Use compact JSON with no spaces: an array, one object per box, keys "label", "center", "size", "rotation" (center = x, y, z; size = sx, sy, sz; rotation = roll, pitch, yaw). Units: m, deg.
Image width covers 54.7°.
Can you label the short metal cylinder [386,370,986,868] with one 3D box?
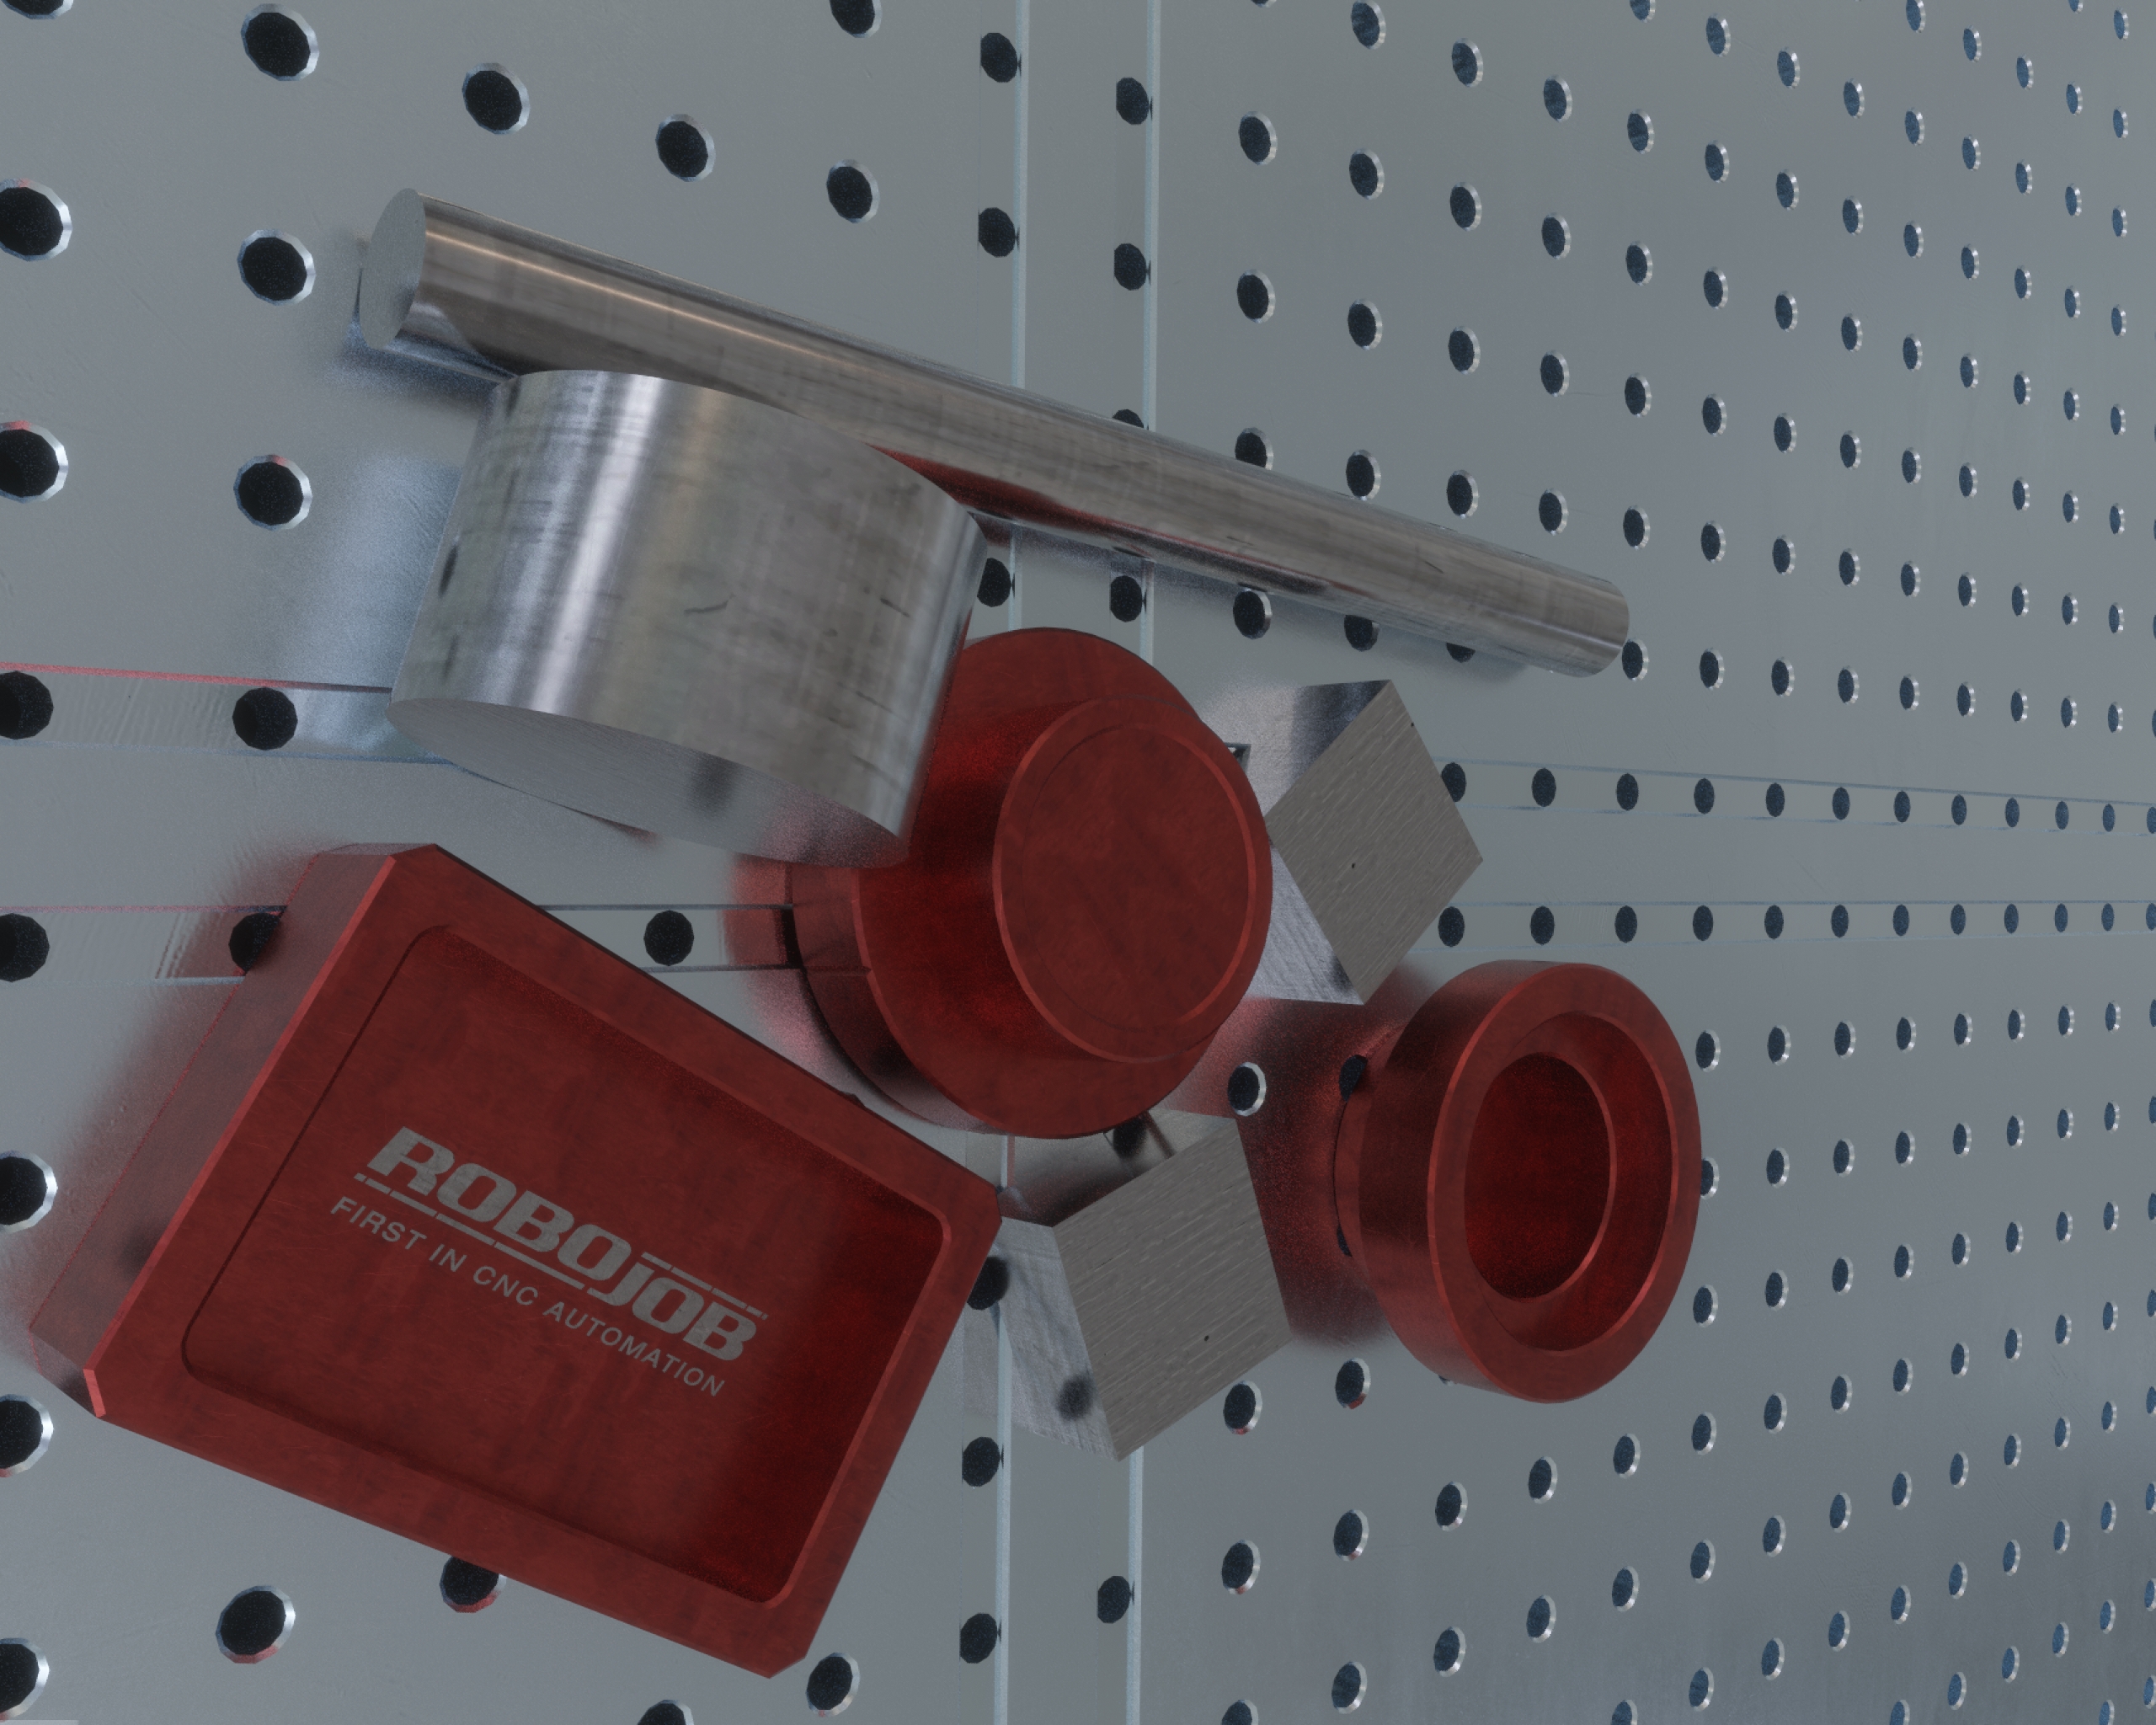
[{"label":"short metal cylinder","center":[-0.059,-0.035,0.323],"size":[0.080,0.080,0.050],"rotation":[22,76,-38]}]

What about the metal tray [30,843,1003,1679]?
[{"label":"metal tray","center":[-0.082,0.066,0.337],"size":[0.130,0.030,0.090],"rotation":[38,67,-33]}]

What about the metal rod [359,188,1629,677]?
[{"label":"metal rod","center":[0.010,-0.074,0.416],"size":[0.302,0.025,0.025],"rotation":[8,85,-40]}]

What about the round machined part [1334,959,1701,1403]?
[{"label":"round machined part","center":[0.097,0.071,0.480],"size":[0.099,0.042,0.097],"rotation":[0,90,-40]}]

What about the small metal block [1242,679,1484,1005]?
[{"label":"small metal block","center":[0.056,-0.005,0.456],"size":[0.050,0.025,0.050],"rotation":[-46,118,-30]}]

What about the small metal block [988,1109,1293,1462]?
[{"label":"small metal block","center":[0.012,0.083,0.419],"size":[0.050,0.025,0.050],"rotation":[-25,106,-37]}]

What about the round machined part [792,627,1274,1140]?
[{"label":"round machined part","center":[-0.001,0.004,0.396],"size":[0.099,0.042,0.097],"rotation":[3,85,-40]}]
